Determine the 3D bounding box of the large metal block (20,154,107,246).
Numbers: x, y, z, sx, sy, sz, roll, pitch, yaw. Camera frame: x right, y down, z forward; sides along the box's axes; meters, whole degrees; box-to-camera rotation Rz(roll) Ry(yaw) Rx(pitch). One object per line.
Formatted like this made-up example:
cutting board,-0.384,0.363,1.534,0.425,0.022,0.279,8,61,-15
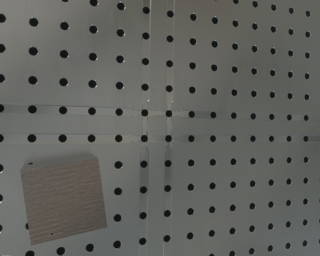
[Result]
large metal block,-0.110,0.078,0.359,0.081,0.050,0.080,-8,93,-20
